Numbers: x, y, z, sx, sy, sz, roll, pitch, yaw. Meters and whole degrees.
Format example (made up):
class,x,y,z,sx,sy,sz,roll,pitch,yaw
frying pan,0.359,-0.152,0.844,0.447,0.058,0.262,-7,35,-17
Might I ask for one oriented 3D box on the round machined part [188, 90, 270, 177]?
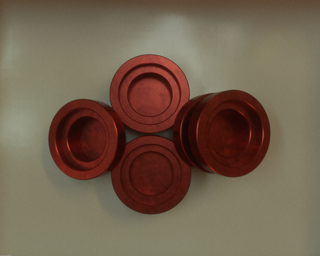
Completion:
class,x,y,z,sx,sy,sz,roll,pitch,yaw
round machined part,0.076,0.006,0.363,0.099,0.042,0.097,0,90,-22

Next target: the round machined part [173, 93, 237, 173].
class,x,y,z,sx,sy,sz,roll,pitch,yaw
round machined part,0.061,0.006,0.391,0.099,0.042,0.097,0,89,-22

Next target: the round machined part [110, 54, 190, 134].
class,x,y,z,sx,sy,sz,roll,pitch,yaw
round machined part,-0.013,-0.042,0.400,0.099,0.042,0.097,0,90,0

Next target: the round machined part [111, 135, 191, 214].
class,x,y,z,sx,sy,sz,roll,pitch,yaw
round machined part,-0.011,0.057,0.400,0.099,0.042,0.097,0,90,0

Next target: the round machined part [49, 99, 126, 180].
class,x,y,z,sx,sy,sz,roll,pitch,yaw
round machined part,-0.087,0.014,0.390,0.098,0.042,0.097,0,90,20
